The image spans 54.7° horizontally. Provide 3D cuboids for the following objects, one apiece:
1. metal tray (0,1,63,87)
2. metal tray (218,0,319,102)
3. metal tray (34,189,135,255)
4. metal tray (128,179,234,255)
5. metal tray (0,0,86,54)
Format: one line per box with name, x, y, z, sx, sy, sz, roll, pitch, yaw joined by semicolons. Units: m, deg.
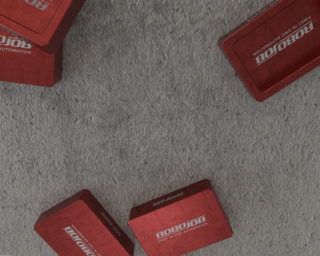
metal tray;-0.185;-0.103;0.367;0.131;0.030;0.089;7;110;-3
metal tray;0.148;-0.104;0.370;0.130;0.030;0.090;-34;107;11
metal tray;-0.111;0.165;0.467;0.090;0.030;0.130;-31;107;10
metal tray;0.031;0.140;0.459;0.130;0.030;0.090;-24;109;8
metal tray;-0.152;-0.148;0.324;0.131;0.030;0.090;27;85;-2
